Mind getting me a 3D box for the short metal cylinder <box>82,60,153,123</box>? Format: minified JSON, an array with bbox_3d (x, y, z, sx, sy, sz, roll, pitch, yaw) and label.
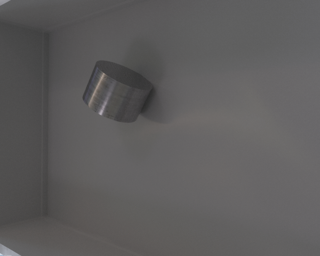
[{"bbox_3d":[-0.057,-0.050,0.419,0.080,0.081,0.050,42,116,32],"label":"short metal cylinder"}]
